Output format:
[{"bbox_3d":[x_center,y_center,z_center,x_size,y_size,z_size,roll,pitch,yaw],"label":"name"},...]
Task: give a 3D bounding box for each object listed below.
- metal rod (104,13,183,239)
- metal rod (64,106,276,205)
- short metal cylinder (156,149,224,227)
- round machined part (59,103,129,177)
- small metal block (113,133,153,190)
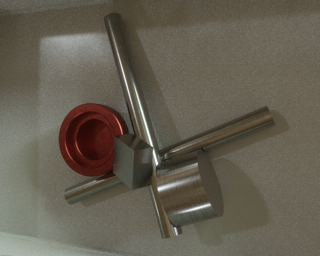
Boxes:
[{"bbox_3d":[-0.026,-0.013,0.398,0.025,0.025,0.299,-20,76,18],"label":"metal rod"},{"bbox_3d":[-0.001,0.043,0.408,0.300,0.025,0.025,-24,82,18],"label":"metal rod"},{"bbox_3d":[0.037,0.071,0.366,0.050,0.080,0.080,-21,83,18],"label":"short metal cylinder"},{"bbox_3d":[-0.086,0.016,0.430,0.098,0.042,0.097,0,90,19],"label":"round machined part"},{"bbox_3d":[-0.034,0.039,0.376,0.050,0.025,0.050,29,120,50],"label":"small metal block"}]
